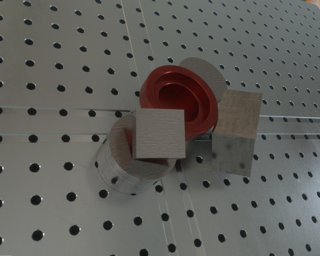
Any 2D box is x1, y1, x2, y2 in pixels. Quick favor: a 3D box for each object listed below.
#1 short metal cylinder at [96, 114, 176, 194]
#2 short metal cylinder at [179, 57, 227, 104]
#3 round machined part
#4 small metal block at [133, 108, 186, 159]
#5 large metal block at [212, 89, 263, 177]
[{"bbox_3d":[-0.027,0.030,0.358,0.081,0.050,0.080,14,56,-21],"label":"short metal cylinder"},{"bbox_3d":[0.050,-0.056,0.453,0.081,0.050,0.080,14,56,-21],"label":"short metal cylinder"},{"bbox_3d":[0.020,-0.027,0.386,0.099,0.042,0.098,14,56,-21],"label":"round machined part"},{"bbox_3d":[-0.002,0.007,0.322,0.050,0.025,0.050,1,80,-14],"label":"small metal block"},{"bbox_3d":[0.103,0.007,0.416,0.050,0.080,0.080,9,50,18],"label":"large metal block"}]
